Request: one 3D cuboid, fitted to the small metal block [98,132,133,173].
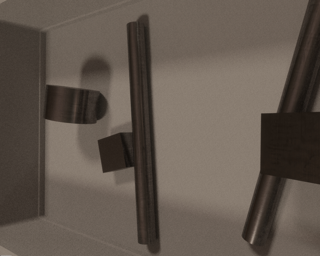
[{"bbox_3d":[-0.062,0.036,0.456,0.050,0.025,0.050,-18,79,38],"label":"small metal block"}]

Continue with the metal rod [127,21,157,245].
[{"bbox_3d":[-0.026,0.005,0.425,0.025,0.025,0.298,-5,87,39],"label":"metal rod"}]

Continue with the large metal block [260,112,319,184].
[{"bbox_3d":[0.138,0.014,0.242,0.080,0.081,0.050,2,92,59],"label":"large metal block"}]

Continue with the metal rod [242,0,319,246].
[{"bbox_3d":[0.130,-0.027,0.298,0.025,0.025,0.298,20,103,38],"label":"metal rod"}]

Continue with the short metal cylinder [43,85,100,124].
[{"bbox_3d":[-0.137,-0.037,0.481,0.080,0.081,0.050,13,99,39],"label":"short metal cylinder"}]
